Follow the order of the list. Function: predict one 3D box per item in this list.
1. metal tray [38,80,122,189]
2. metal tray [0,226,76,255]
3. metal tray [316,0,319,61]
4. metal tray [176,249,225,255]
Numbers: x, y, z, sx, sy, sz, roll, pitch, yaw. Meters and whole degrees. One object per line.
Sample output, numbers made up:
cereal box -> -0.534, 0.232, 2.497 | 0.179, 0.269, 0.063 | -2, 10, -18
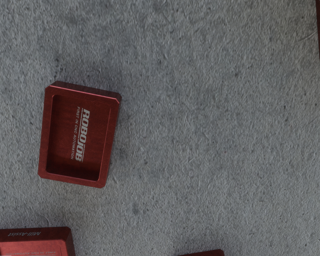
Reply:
metal tray -> -0.106, 0.011, 0.409 | 0.091, 0.030, 0.129 | 11, 110, -5
metal tray -> -0.201, 0.201, 0.479 | 0.131, 0.030, 0.089 | -2, 110, 0
metal tray -> 0.232, -0.144, 0.355 | 0.090, 0.030, 0.129 | -13, 110, 4
metal tray -> 0.069, 0.264, 0.504 | 0.090, 0.030, 0.129 | -11, 110, 3
